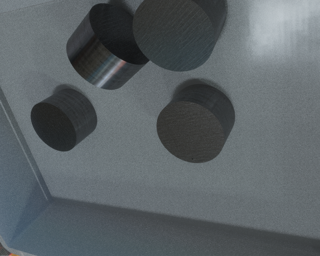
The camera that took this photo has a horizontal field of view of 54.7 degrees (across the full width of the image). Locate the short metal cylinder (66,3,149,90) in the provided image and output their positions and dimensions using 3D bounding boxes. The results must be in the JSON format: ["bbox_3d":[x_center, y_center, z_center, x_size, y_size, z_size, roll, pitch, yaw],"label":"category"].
[{"bbox_3d":[-0.056,-0.090,0.347,0.080,0.080,0.050,49,129,-7],"label":"short metal cylinder"}]

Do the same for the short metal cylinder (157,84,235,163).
[{"bbox_3d":[0.043,-0.006,0.366,0.080,0.050,0.079,13,124,21],"label":"short metal cylinder"}]

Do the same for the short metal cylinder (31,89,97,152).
[{"bbox_3d":[-0.142,-0.012,0.460,0.080,0.050,0.079,13,124,21],"label":"short metal cylinder"}]

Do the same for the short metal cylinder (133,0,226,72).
[{"bbox_3d":[0.020,-0.103,0.306,0.080,0.050,0.080,14,139,13],"label":"short metal cylinder"}]
